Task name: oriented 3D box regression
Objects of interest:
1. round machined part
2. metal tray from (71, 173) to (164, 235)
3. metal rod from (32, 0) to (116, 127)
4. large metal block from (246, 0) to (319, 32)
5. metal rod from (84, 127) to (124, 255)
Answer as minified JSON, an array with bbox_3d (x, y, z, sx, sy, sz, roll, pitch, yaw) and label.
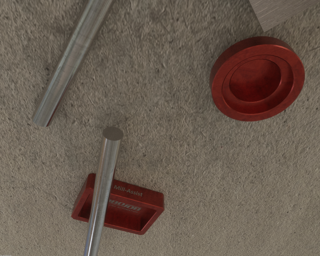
[{"bbox_3d":[0.105,-0.058,0.349,0.099,0.042,0.097,-1,130,0],"label":"round machined part"},{"bbox_3d":[-0.069,0.129,0.512,0.131,0.030,0.089,20,127,-17],"label":"metal tray"},{"bbox_3d":[-0.071,-0.107,0.314,0.025,0.025,0.298,25,125,-21],"label":"metal rod"},{"bbox_3d":[0.107,-0.146,0.268,0.080,0.050,0.080,-27,126,21],"label":"large metal block"},{"bbox_3d":[-0.091,0.117,0.465,0.025,0.025,0.298,10,129,-9],"label":"metal rod"}]
